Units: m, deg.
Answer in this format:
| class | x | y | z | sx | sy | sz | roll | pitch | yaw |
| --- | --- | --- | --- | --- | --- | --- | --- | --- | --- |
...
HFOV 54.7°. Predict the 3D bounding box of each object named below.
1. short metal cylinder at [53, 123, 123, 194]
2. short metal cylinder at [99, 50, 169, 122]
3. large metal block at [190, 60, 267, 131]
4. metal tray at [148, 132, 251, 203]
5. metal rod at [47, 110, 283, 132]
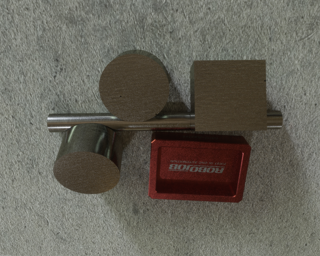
| class | x | y | z | sx | sy | sz | roll | pitch | yaw |
| --- | --- | --- | --- | --- | --- | --- | --- | --- | --- |
| short metal cylinder | -0.090 | 0.040 | 0.399 | 0.081 | 0.050 | 0.079 | -1 | 131 | -1 |
| short metal cylinder | -0.029 | -0.053 | 0.378 | 0.081 | 0.050 | 0.079 | 0 | 110 | 0 |
| large metal block | 0.079 | -0.036 | 0.372 | 0.081 | 0.050 | 0.080 | -1 | 89 | 0 |
| metal tray | 0.051 | 0.055 | 0.428 | 0.131 | 0.030 | 0.089 | 3 | 110 | -2 |
| metal rod | 0.007 | -0.009 | 0.409 | 0.302 | 0.025 | 0.025 | -1 | 110 | 0 |
